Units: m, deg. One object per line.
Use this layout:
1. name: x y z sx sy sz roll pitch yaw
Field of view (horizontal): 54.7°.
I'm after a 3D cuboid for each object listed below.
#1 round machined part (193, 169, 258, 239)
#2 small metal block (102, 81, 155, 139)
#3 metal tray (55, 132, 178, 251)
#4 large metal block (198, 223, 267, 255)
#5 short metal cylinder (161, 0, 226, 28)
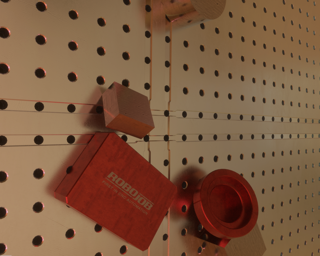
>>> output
1. round machined part: 0.092 0.113 0.458 0.099 0.042 0.098 11 60 -20
2. small metal block: -0.037 -0.020 0.362 0.050 0.025 0.050 22 40 -38
3. metal tray: -0.045 0.076 0.369 0.130 0.030 0.090 45 63 -31
4. large metal block: 0.117 0.184 0.491 0.080 0.050 0.080 -36 113 -34
5. short metal cylinder: 0.047 -0.186 0.432 0.081 0.050 0.079 0 90 -40
